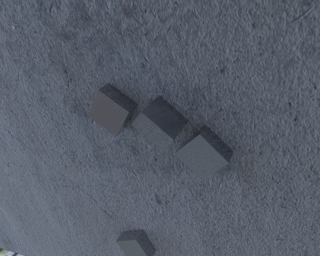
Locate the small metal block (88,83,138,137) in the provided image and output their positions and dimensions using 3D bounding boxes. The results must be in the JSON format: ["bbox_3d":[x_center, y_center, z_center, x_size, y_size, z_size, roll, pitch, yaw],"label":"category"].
[{"bbox_3d":[-0.065,-0.025,0.426,0.050,0.025,0.050,36,129,4],"label":"small metal block"}]

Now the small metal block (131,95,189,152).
[{"bbox_3d":[0.001,-0.007,0.386,0.050,0.050,0.025,41,129,0],"label":"small metal block"}]

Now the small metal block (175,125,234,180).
[{"bbox_3d":[0.056,0.032,0.397,0.050,0.025,0.050,45,129,-3],"label":"small metal block"}]

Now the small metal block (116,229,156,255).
[{"bbox_3d":[-0.043,0.214,0.562,0.050,0.025,0.050,-19,109,35],"label":"small metal block"}]
